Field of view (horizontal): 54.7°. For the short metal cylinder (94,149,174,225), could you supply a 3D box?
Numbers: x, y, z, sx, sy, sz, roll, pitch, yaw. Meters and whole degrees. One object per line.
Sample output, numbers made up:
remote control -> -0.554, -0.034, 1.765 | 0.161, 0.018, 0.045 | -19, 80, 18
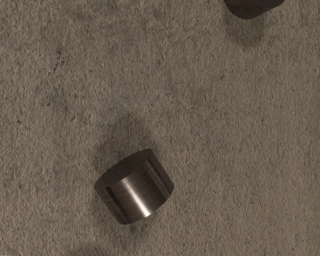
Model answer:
short metal cylinder -> -0.031, 0.068, 0.369 | 0.080, 0.080, 0.050 | -35, 102, -17

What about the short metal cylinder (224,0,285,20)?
short metal cylinder -> 0.138, -0.205, 0.448 | 0.081, 0.050, 0.079 | 0, 90, -21
